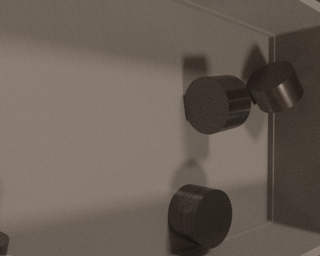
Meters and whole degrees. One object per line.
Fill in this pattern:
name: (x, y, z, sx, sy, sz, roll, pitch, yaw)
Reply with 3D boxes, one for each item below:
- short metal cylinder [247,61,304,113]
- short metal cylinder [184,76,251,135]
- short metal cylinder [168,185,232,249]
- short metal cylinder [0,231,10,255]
short metal cylinder: (0.202, -0.072, 0.543, 0.050, 0.080, 0.080, 52, 60, -28)
short metal cylinder: (0.081, -0.034, 0.441, 0.050, 0.080, 0.079, -12, 98, -40)
short metal cylinder: (0.058, 0.124, 0.442, 0.081, 0.050, 0.079, 0, 90, -40)
short metal cylinder: (-0.163, 0.109, 0.235, 0.081, 0.080, 0.050, 13, 82, -40)
